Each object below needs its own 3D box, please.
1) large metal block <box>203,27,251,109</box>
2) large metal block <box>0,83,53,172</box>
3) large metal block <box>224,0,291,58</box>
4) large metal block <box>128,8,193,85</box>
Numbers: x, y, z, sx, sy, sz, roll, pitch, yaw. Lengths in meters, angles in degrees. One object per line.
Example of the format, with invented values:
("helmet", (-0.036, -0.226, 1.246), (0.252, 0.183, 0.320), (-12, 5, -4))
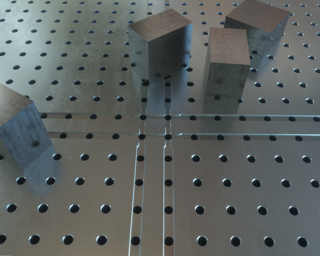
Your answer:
("large metal block", (0.093, -0.086, 0.446), (0.050, 0.080, 0.080), (5, 50, 3))
("large metal block", (-0.188, -0.005, 0.374), (0.080, 0.080, 0.050), (26, 55, 20))
("large metal block", (0.167, -0.177, 0.542), (0.080, 0.050, 0.080), (31, 56, 23))
("large metal block", (0.001, -0.125, 0.477), (0.081, 0.080, 0.050), (-30, 57, -23))
